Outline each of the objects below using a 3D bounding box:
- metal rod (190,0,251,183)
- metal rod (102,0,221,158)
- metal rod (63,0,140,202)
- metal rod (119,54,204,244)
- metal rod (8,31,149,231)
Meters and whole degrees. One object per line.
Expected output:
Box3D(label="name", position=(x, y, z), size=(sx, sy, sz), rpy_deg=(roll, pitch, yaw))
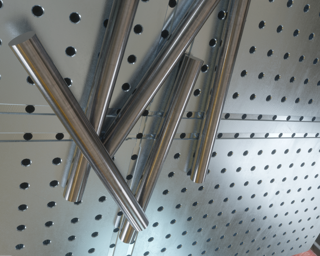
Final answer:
Box3D(label="metal rod", position=(0.080, -0.049, 0.426), size=(0.025, 0.025, 0.298), rpy_deg=(-6, 121, -26))
Box3D(label="metal rod", position=(0.014, -0.089, 0.365), size=(0.025, 0.025, 0.299), rpy_deg=(27, 104, -38))
Box3D(label="metal rod", position=(-0.066, -0.042, 0.350), size=(0.025, 0.025, 0.298), rpy_deg=(6, 115, -32))
Box3D(label="metal rod", position=(-0.005, 0.044, 0.436), size=(0.025, 0.025, 0.298), rpy_deg=(6, 115, -32))
Box3D(label="metal rod", position=(-0.073, 0.031, 0.357), size=(0.025, 0.025, 0.299), rpy_deg=(-30, 129, -9))
